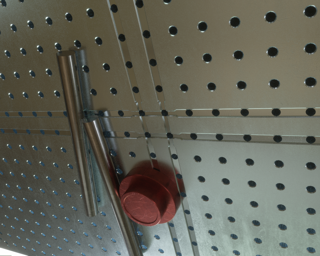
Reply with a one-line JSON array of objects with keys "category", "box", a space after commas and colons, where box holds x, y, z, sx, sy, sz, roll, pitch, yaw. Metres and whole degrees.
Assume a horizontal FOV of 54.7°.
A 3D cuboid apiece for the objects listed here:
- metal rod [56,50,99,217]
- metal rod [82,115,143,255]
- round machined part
[{"category": "metal rod", "box": [-0.125, 0.027, 0.491, 0.025, 0.025, 0.298, 13, 124, 20]}, {"category": "metal rod", "box": [-0.072, 0.117, 0.519, 0.025, 0.025, 0.298, 1, 119, 27]}, {"category": "round machined part", "box": [-0.021, 0.112, 0.479, 0.098, 0.042, 0.097, 13, 124, 20]}]
